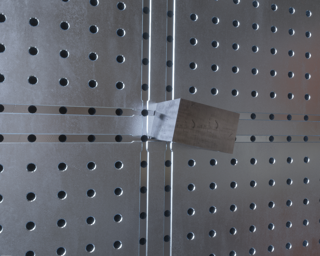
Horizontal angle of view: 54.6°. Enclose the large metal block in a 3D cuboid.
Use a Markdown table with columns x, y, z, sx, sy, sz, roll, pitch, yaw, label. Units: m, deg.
| x | y | z | sx | sy | sz | roll | pitch | yaw | label |
| --- | --- | --- | --- | --- | --- | --- | --- | --- | --- |
| 0.042 | -0.001 | 0.398 | 0.081 | 0.080 | 0.050 | 12 | 86 | -20 | large metal block |
